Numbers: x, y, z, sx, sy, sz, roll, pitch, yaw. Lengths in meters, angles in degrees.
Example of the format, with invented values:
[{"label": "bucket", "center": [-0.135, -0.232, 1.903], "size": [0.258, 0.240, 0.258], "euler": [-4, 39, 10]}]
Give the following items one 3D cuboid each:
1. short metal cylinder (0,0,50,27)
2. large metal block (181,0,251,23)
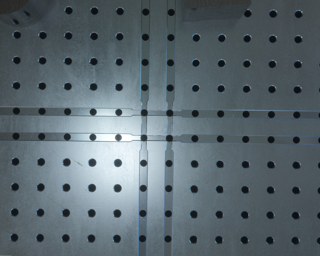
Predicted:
[{"label": "short metal cylinder", "center": [-0.191, -0.177, 0.399], "size": [0.081, 0.050, 0.080], "euler": [0, 90, 0]}, {"label": "large metal block", "center": [0.068, -0.188, 0.401], "size": [0.080, 0.050, 0.080], "euler": [-5, 90, 0]}]
